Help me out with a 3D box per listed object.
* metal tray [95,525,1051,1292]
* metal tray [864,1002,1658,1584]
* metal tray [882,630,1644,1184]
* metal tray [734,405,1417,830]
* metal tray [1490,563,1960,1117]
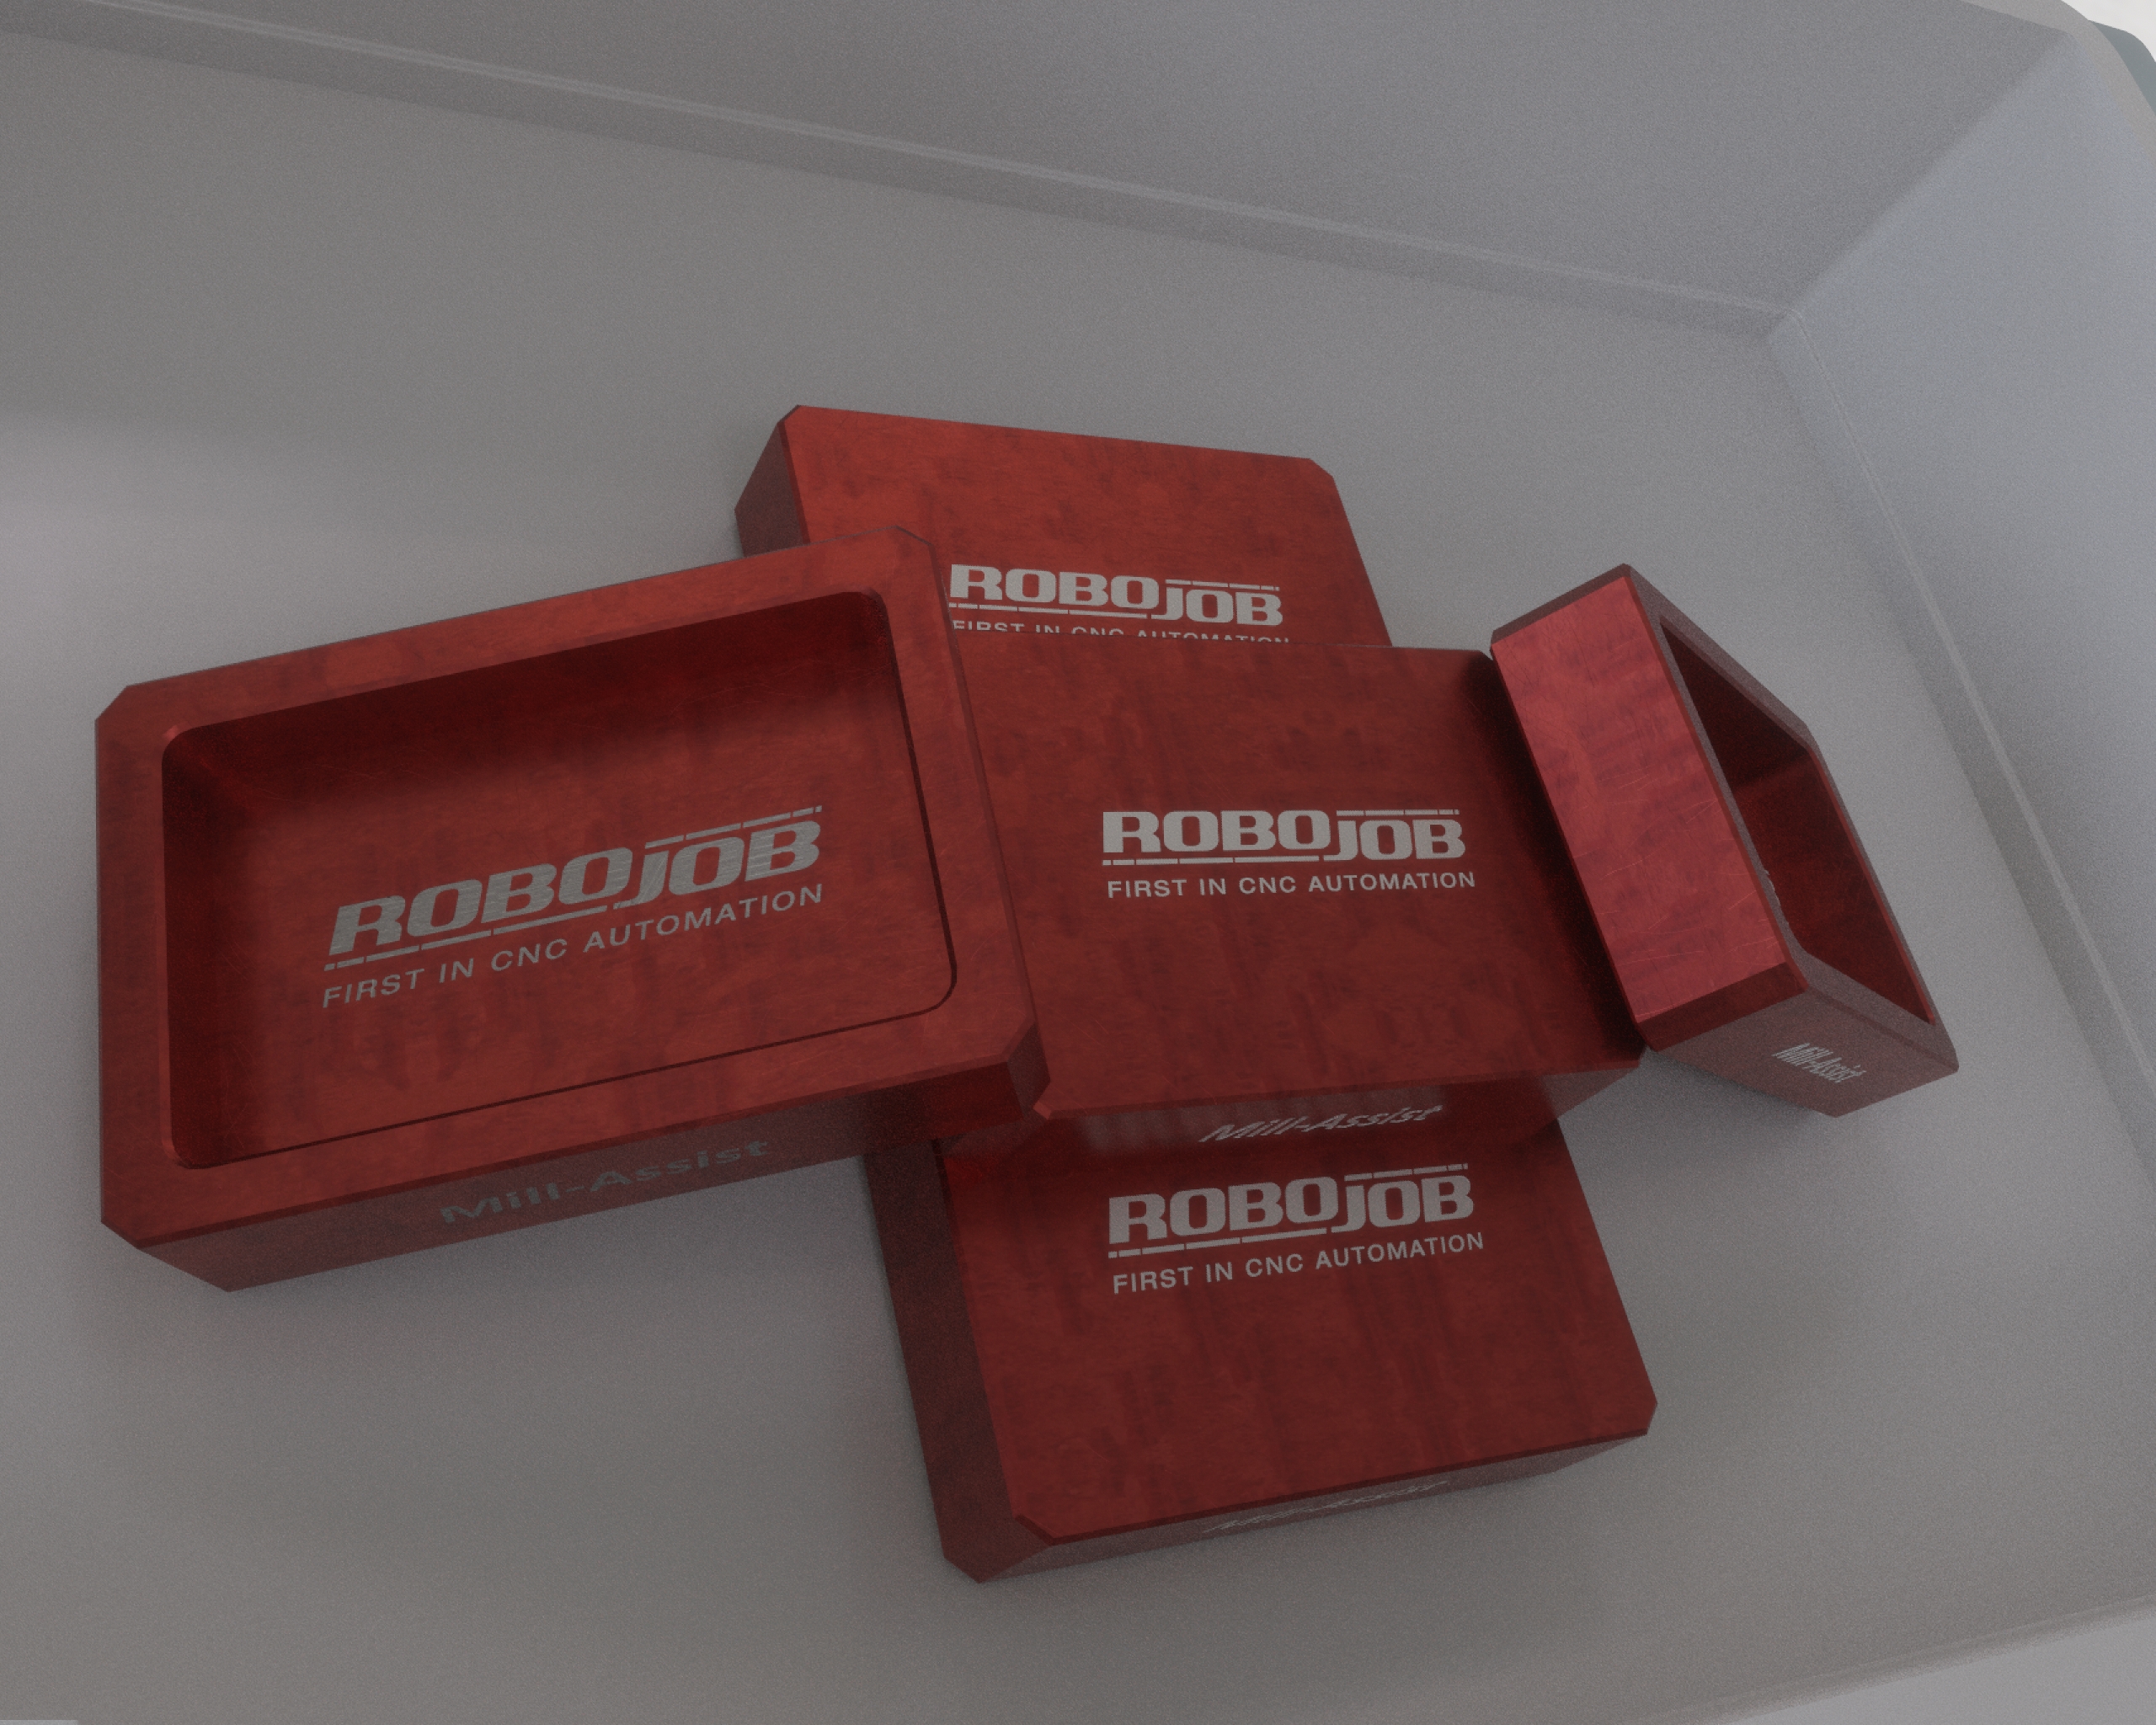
[{"bbox_3d":[-0.077,0.006,0.316,0.131,0.030,0.090,-12,66,-2],"label":"metal tray"},{"bbox_3d":[0.033,0.070,0.373,0.131,0.030,0.090,0,62,-29],"label":"metal tray"},{"bbox_3d":[0.031,0.005,0.375,0.131,0.030,0.090,-1,62,-29],"label":"metal tray"},{"bbox_3d":[0.003,-0.043,0.427,0.131,0.030,0.090,0,62,-29],"label":"metal tray"},{"bbox_3d":[0.137,0.000,0.434,0.131,0.030,0.090,20,49,-54],"label":"metal tray"}]
